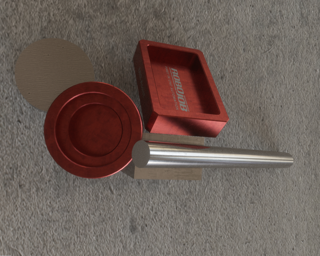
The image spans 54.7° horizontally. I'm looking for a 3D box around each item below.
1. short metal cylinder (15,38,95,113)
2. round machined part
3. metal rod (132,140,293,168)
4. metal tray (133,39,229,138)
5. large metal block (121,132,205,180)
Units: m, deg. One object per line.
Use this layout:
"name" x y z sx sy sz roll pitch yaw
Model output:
"short metal cylinder" -0.119 -0.056 0.353 0.081 0.050 0.079 0 90 -21
"round machined part" -0.067 0.002 0.330 0.099 0.042 0.097 0 89 0
"metal rod" 0.090 0.037 0.382 0.302 0.025 0.025 7 88 -44
"metal tray" 0.021 -0.050 0.376 0.091 0.030 0.130 5 49 -20
"large metal block" -0.002 0.032 0.381 0.081 0.080 0.050 5 89 -20
